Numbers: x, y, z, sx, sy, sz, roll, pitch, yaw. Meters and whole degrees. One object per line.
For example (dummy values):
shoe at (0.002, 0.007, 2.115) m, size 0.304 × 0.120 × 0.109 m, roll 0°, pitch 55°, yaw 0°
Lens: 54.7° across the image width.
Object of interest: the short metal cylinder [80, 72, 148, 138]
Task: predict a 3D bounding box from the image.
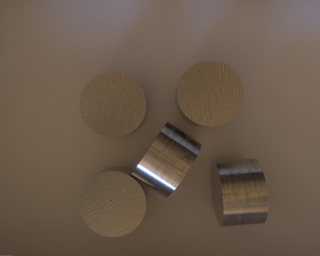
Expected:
short metal cylinder at (-0.057, -0.028, 0.398) m, size 0.081 × 0.050 × 0.080 m, roll 0°, pitch 90°, yaw 0°

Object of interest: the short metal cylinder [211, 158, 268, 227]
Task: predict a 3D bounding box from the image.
short metal cylinder at (0.095, 0.079, 0.385) m, size 0.050 × 0.080 × 0.080 m, roll -4°, pitch 90°, yaw 0°

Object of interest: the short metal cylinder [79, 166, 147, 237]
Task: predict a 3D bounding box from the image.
short metal cylinder at (-0.057, 0.092, 0.398) m, size 0.081 × 0.050 × 0.080 m, roll 0°, pitch 90°, yaw 0°

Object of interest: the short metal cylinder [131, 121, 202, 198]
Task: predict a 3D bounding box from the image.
short metal cylinder at (0.008, 0.038, 0.384) m, size 0.050 × 0.080 × 0.080 m, roll 34°, pitch 90°, yaw 0°

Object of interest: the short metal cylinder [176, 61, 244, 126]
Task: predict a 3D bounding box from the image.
short metal cylinder at (0.061, -0.042, 0.399) m, size 0.081 × 0.050 × 0.080 m, roll 0°, pitch 90°, yaw 0°
